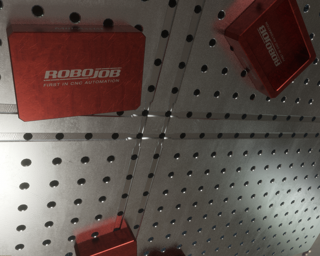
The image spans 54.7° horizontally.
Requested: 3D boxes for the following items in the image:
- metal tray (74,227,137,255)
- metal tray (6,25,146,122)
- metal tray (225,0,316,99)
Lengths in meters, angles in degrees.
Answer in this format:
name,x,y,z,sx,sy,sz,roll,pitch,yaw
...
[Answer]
name,x,y,z,sx,sy,sz,roll,pitch,yaw
metal tray,-0.084,0.229,0.505,0.091,0.030,0.129,-13,124,-22
metal tray,-0.084,-0.059,0.327,0.131,0.030,0.089,-8,122,-25
metal tray,0.156,-0.113,0.425,0.090,0.030,0.130,-45,130,3
